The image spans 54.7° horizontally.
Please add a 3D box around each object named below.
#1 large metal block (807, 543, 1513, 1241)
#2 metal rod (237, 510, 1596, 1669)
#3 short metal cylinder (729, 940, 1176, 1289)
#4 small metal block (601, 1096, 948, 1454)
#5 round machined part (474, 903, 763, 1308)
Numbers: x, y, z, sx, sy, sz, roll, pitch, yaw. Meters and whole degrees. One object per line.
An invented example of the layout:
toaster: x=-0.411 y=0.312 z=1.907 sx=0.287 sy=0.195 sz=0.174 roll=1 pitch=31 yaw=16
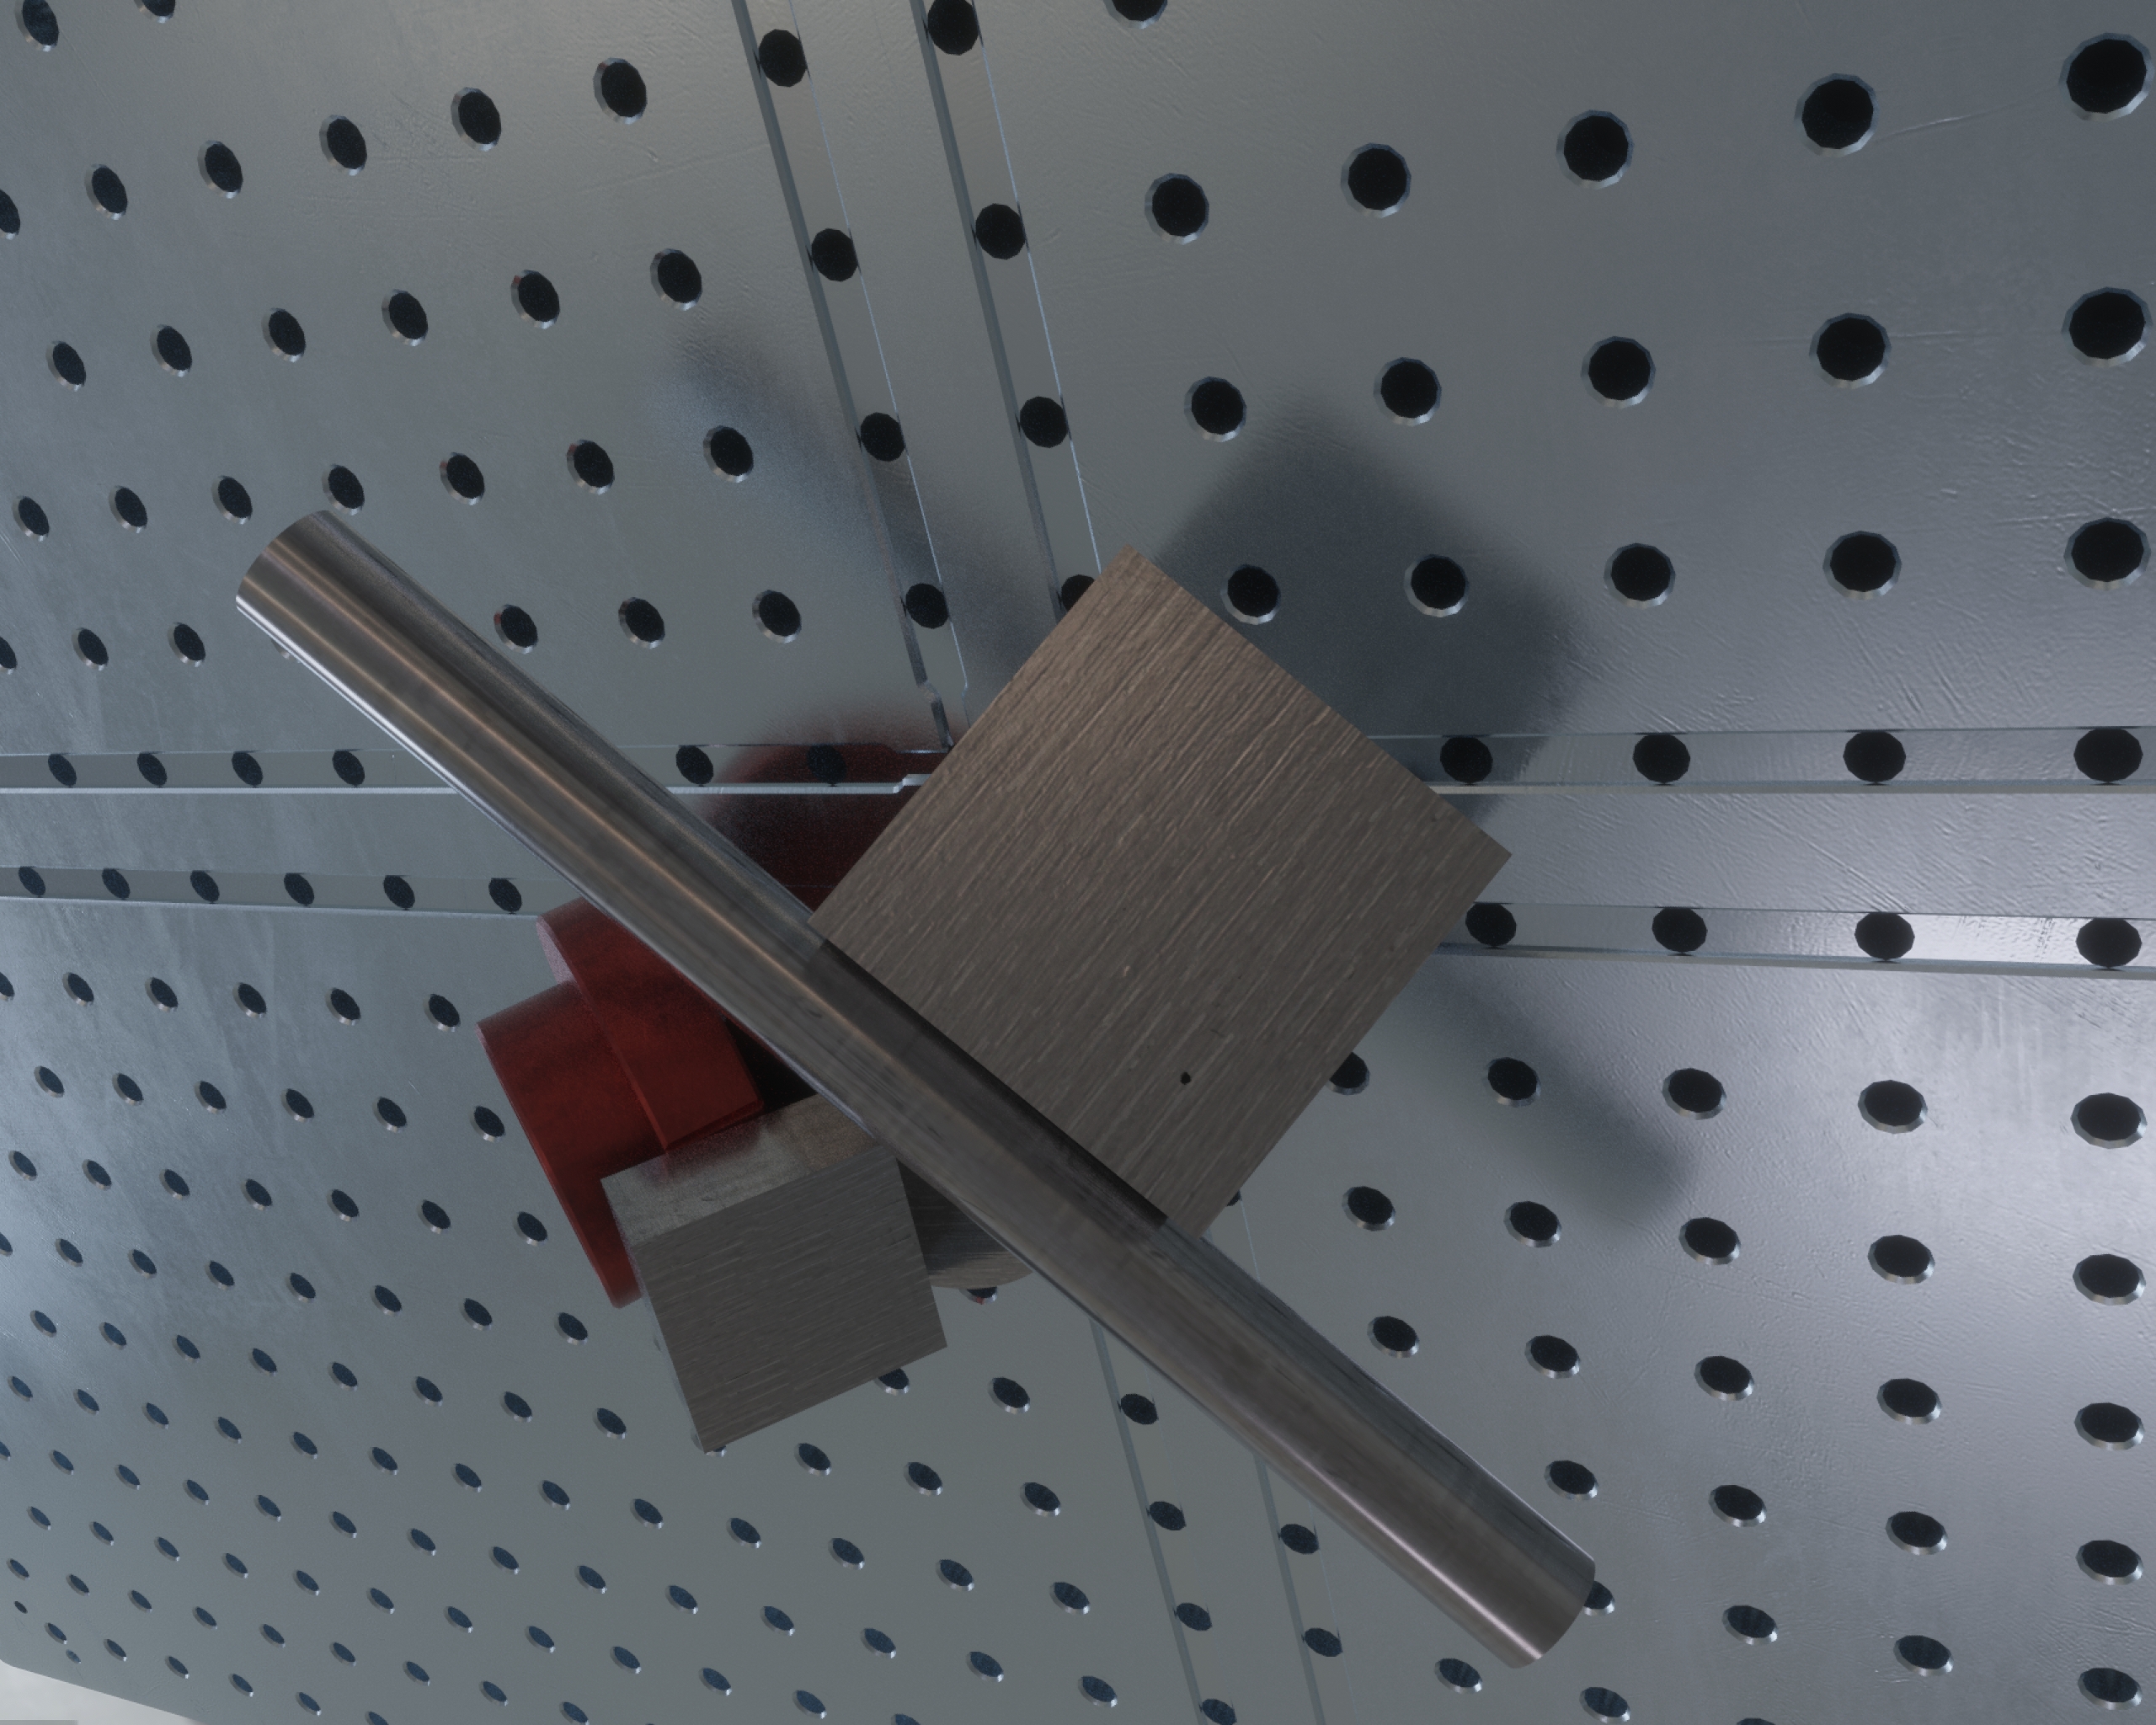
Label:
large metal block: x=0.013 y=0.006 z=0.359 sx=0.080 sy=0.050 sz=0.080 roll=39 pitch=86 yaw=1
metal rod: x=-0.030 y=0.041 z=0.382 sx=0.300 sy=0.025 sz=0.025 roll=40 pitch=129 yaw=1
short metal cylinder: x=-0.025 y=0.040 z=0.428 sx=0.080 sy=0.050 sz=0.079 roll=13 pitch=124 yaw=21
small metal block: x=-0.058 y=0.077 z=0.401 sx=0.025 sy=0.050 sz=0.050 roll=40 pitch=146 yaw=57
round machined part: x=-0.095 y=0.056 z=0.447 sx=0.098 sy=0.042 sz=0.098 roll=54 pitch=160 yaw=30
